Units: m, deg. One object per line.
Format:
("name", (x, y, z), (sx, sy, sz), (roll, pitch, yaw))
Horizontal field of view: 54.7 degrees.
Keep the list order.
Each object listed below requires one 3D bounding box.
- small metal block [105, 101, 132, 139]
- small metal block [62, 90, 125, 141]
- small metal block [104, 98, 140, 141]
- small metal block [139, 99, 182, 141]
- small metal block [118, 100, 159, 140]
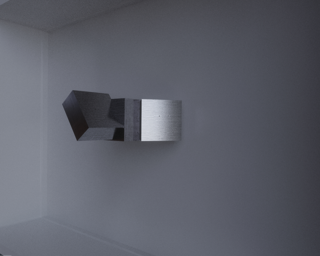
("small metal block", (-0.057, -0.011, 0.432), (0.025, 0.050, 0.050), (1, 91, 7))
("small metal block", (-0.075, -0.014, 0.352), (0.025, 0.050, 0.050), (-43, 64, 32))
("small metal block", (-0.052, -0.010, 0.381), (0.050, 0.025, 0.050), (1, 90, 40))
("small metal block", (-0.001, -0.009, 0.386), (0.025, 0.050, 0.050), (-178, 88, -74))
("small metal block", (-0.028, -0.010, 0.411), (0.025, 0.050, 0.050), (1, 91, 40))
